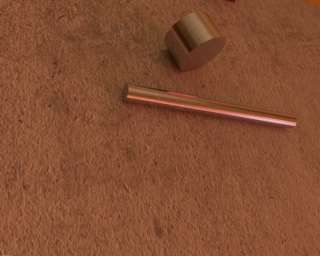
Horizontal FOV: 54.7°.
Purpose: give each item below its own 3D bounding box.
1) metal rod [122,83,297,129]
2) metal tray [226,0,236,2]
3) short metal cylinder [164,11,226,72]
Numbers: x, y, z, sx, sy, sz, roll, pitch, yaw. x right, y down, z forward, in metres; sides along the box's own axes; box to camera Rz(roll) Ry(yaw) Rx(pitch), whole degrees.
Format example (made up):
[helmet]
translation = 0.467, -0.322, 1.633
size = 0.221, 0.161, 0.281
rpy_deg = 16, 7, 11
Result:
[metal rod]
translation = 0.090, -0.029, 0.472
size = 0.302, 0.025, 0.025
rpy_deg = 8, 59, -25
[metal tray]
translation = 0.106, -0.321, 0.656
size = 0.131, 0.030, 0.090
rpy_deg = 0, 62, -29
[short metal cylinder]
translation = 0.054, -0.132, 0.480
size = 0.081, 0.080, 0.050
rpy_deg = -19, 72, -36
